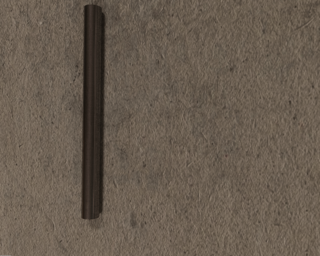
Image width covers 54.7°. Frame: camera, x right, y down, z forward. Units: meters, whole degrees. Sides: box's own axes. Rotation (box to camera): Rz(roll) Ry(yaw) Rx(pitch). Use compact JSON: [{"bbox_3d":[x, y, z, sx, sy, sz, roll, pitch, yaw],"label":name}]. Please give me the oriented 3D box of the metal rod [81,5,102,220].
[{"bbox_3d":[-0.097,-0.022,0.441,0.025,0.025,0.298,1,90,19],"label":"metal rod"}]
